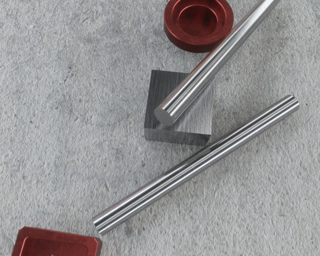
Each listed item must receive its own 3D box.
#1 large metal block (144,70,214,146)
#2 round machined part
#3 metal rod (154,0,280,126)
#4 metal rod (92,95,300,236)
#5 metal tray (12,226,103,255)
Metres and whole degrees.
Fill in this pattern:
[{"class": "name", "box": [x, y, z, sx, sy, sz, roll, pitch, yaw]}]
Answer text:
[{"class": "large metal block", "box": [0.025, -0.025, 0.404, 0.080, 0.050, 0.080, 6, 70, 2]}, {"class": "round machined part", "box": [0.055, -0.151, 0.455, 0.099, 0.042, 0.098, 0, 70, -1]}, {"class": "metal rod", "box": [0.091, -0.108, 0.410, 0.025, 0.025, 0.301, 35, 59, 11]}, {"class": "metal rod", "box": [0.054, 0.041, 0.393, 0.301, 0.025, 0.025, -31, 73, -11]}, {"class": "metal tray", "box": [-0.122, 0.181, 0.337, 0.091, 0.030, 0.130, 9, 70, 2]}]
